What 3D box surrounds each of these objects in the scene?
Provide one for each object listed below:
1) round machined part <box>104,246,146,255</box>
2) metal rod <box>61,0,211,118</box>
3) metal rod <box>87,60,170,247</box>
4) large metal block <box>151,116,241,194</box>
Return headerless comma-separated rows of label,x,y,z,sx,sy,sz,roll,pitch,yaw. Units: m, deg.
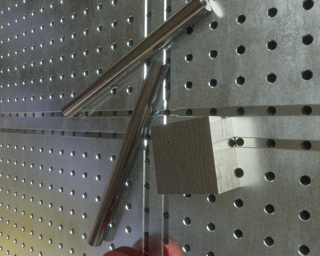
round machined part,-0.040,0.213,0.429,0.098,0.042,0.097,0,90,39
metal rod,-0.054,-0.089,0.451,0.299,0.025,0.025,-29,72,35
metal rod,-0.052,0.047,0.449,0.025,0.025,0.298,34,110,34
large metal block,0.040,0.032,0.359,0.080,0.050,0.080,-10,84,39
